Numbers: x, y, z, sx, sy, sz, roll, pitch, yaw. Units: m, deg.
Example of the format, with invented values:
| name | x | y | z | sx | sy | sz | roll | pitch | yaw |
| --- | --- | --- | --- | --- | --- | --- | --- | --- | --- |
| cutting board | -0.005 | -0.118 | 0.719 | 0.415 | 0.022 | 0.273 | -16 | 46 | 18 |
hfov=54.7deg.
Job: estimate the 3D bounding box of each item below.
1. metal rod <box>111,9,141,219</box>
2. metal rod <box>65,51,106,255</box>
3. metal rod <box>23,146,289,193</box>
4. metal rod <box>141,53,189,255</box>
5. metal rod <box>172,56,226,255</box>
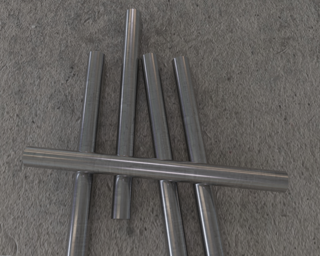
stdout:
| name | x | y | z | sx | sy | sz | roll | pitch | yaw |
| --- | --- | --- | --- | --- | --- | --- | --- | --- | --- |
| metal rod | -0.043 | -0.032 | 0.419 | 0.025 | 0.025 | 0.299 | 1 | 70 | 0 |
| metal rod | -0.093 | 0.037 | 0.393 | 0.025 | 0.025 | 0.299 | 1 | 70 | 0 |
| metal rod | -0.006 | 0.048 | 0.362 | 0.302 | 0.025 | 0.025 | 6 | 70 | 2 |
| metal rod | 0.005 | 0.039 | 0.393 | 0.025 | 0.025 | 0.299 | -7 | 70 | -3 |
| metal rod | 0.048 | 0.043 | 0.392 | 0.025 | 0.025 | 0.299 | -7 | 70 | -3 |
